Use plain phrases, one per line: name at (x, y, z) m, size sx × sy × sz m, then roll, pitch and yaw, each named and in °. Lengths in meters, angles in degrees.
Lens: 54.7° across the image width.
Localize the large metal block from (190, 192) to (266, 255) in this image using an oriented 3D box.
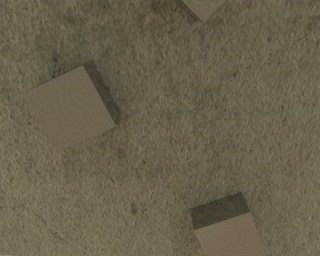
large metal block at (0.098, 0.152, 0.454) m, size 0.080 × 0.050 × 0.080 m, roll -21°, pitch 109°, yaw 7°

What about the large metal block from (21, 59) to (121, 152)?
large metal block at (-0.105, -0.029, 0.384) m, size 0.080 × 0.050 × 0.080 m, roll -23°, pitch 109°, yaw 8°

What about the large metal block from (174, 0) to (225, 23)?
large metal block at (0.030, -0.159, 0.322) m, size 0.080 × 0.080 × 0.050 m, roll 41°, pitch 105°, yaw -14°
